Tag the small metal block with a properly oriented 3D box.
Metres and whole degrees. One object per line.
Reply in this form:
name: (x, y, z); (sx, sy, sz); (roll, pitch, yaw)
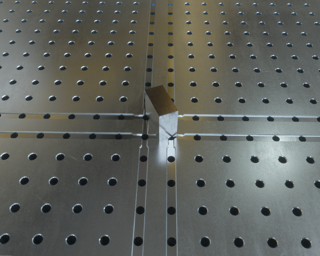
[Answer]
small metal block: (0.001, -0.019, 0.408); (0.025, 0.050, 0.050); (-18, 53, -14)
